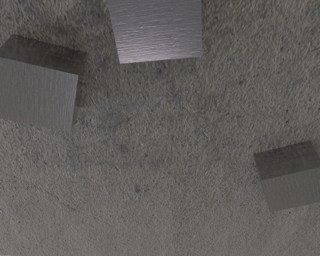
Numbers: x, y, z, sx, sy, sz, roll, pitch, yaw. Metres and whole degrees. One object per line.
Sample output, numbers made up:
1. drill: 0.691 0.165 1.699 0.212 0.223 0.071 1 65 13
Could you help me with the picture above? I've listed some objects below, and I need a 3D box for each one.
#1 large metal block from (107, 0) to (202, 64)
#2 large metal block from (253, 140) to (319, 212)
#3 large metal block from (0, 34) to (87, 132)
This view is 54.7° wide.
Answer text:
1. large metal block: -0.003 -0.112 0.295 0.080 0.050 0.080 -4 130 3
2. large metal block: 0.190 0.073 0.454 0.080 0.050 0.080 -16 129 13
3. large metal block: -0.132 -0.048 0.348 0.081 0.050 0.079 12 129 -10
